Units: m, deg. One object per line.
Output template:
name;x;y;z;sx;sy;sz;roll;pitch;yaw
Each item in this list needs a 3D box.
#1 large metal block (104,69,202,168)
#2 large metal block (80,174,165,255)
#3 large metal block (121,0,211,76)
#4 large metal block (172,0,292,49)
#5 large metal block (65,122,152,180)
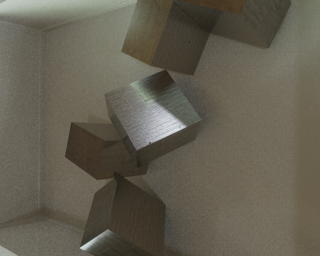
large metal block;-0.010;-0.012;0.368;0.080;0.081;0.050;58;162;23
large metal block;-0.041;0.118;0.379;0.050;0.080;0.080;-39;26;27
large metal block;0.012;-0.112;0.359;0.050;0.081;0.079;33;110;35
large metal block;0.071;-0.126;0.307;0.080;0.080;0.050;30;99;35
large metal block;-0.069;0.028;0.421;0.080;0.081;0.050;23;104;42
